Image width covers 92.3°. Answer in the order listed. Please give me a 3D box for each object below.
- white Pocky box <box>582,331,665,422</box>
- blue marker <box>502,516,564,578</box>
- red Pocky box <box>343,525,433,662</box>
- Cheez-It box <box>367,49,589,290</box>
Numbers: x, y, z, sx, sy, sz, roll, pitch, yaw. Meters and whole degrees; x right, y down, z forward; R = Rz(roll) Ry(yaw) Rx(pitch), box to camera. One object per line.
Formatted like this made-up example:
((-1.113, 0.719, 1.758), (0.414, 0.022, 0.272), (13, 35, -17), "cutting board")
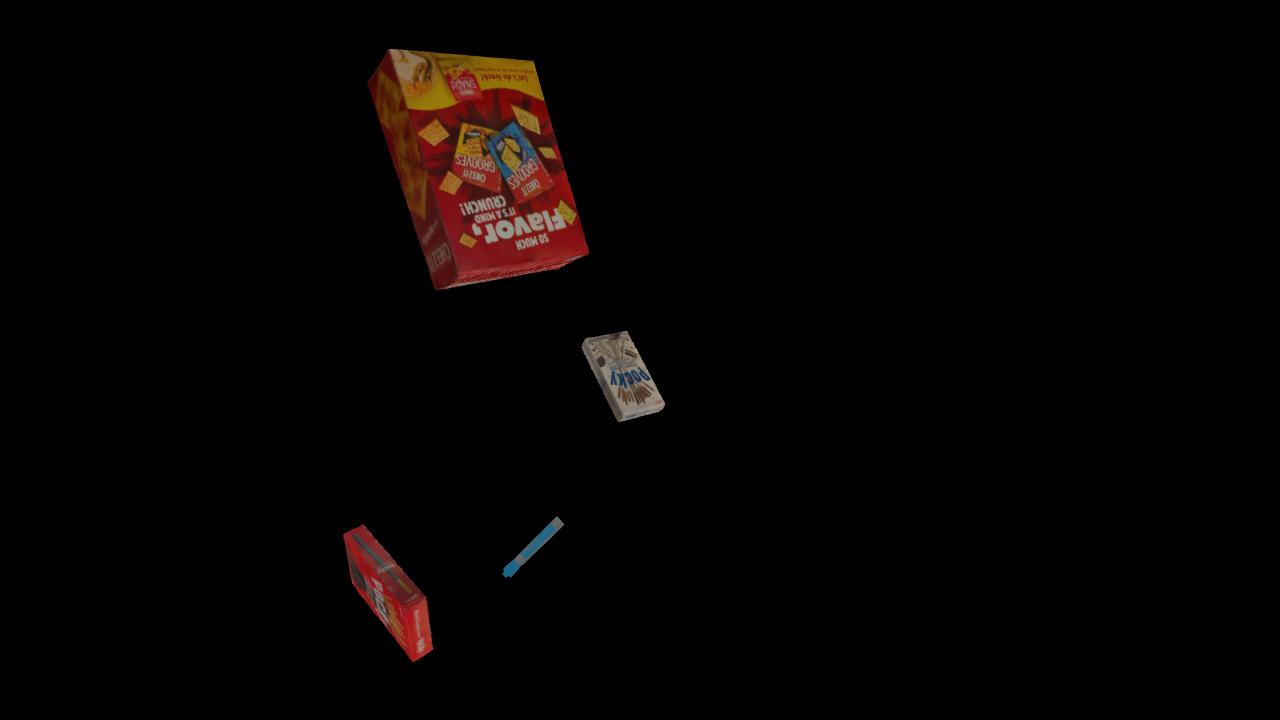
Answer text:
((-0.029, 0.024, 1.010), (0.084, 0.154, 0.028), (-12, -30, -30), "white Pocky box")
((-0.171, 0.300, 0.983), (0.121, 0.020, 0.020), (-43, 14, -15), "blue marker")
((-0.288, 0.261, 0.698), (0.155, 0.083, 0.028), (25, 32, 38), "red Pocky box")
((-0.161, -0.198, 0.644), (0.166, 0.223, 0.071), (-20, 3, -41), "Cheez-It box")
